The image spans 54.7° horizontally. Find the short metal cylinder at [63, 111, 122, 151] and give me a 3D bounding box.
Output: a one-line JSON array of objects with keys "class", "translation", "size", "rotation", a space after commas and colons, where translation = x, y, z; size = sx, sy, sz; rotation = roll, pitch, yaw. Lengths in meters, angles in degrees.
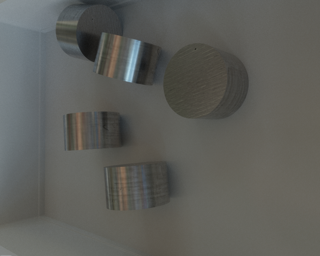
[{"class": "short metal cylinder", "translation": [-0.097, 0.005, 0.449], "size": [0.080, 0.081, 0.050], "rotation": [-6, 86, 39]}]

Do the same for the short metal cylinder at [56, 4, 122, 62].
[{"class": "short metal cylinder", "translation": [-0.102, -0.139, 0.453], "size": [0.050, 0.081, 0.079], "rotation": [20, 103, 38]}]

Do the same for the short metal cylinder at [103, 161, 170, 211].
[{"class": "short metal cylinder", "translation": [-0.029, 0.071, 0.393], "size": [0.080, 0.081, 0.050], "rotation": [-8, 85, 39]}]

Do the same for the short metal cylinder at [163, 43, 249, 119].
[{"class": "short metal cylinder", "translation": [0.051, -0.050, 0.347], "size": [0.080, 0.050, 0.079], "rotation": [0, 90, 39]}]

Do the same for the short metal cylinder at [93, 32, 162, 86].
[{"class": "short metal cylinder", "translation": [-0.043, -0.090, 0.404], "size": [0.080, 0.081, 0.050], "rotation": [23, 104, 37]}]
